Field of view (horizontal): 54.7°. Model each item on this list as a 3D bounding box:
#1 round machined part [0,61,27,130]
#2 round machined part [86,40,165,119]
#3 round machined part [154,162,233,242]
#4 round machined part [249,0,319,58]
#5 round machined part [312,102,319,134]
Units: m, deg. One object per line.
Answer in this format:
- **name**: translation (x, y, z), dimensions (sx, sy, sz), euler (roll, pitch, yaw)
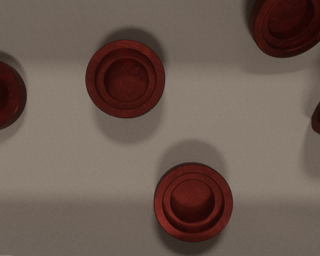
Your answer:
- **round machined part**: translation (-0.231, -0.044, 0.400), dimensions (0.099, 0.042, 0.097), euler (0, 90, -1)
- **round machined part**: translation (-0.043, -0.061, 0.402), dimensions (0.099, 0.042, 0.097), euler (0, 90, -1)
- **round machined part**: translation (0.041, 0.093, 0.404), dimensions (0.099, 0.042, 0.097), euler (0, 90, -1)
- **round machined part**: translation (0.160, -0.141, 0.388), dimensions (0.099, 0.042, 0.097), euler (-3, 132, -3)
- **round machined part**: translation (0.238, -0.024, 0.378), dimensions (0.042, 0.098, 0.098), euler (33, 90, -1)
